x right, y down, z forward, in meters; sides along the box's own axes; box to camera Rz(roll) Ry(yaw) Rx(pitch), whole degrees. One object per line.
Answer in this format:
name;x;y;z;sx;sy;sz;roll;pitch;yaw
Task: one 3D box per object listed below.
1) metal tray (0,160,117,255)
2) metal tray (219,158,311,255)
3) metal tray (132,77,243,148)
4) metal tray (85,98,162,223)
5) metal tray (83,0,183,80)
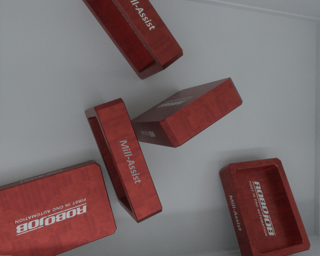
metal tray;-0.126;0.099;0.362;0.131;0.030;0.089;-15;95;-20
metal tray;0.144;0.111;0.434;0.091;0.030;0.130;-4;68;-20
metal tray;0.022;-0.017;0.363;0.090;0.130;0.030;-33;101;-17
metal tray;-0.045;0.034;0.359;0.030;0.090;0.129;-22;98;-19
metal tray;-0.036;-0.123;0.362;0.030;0.090;0.130;-40;103;-15
